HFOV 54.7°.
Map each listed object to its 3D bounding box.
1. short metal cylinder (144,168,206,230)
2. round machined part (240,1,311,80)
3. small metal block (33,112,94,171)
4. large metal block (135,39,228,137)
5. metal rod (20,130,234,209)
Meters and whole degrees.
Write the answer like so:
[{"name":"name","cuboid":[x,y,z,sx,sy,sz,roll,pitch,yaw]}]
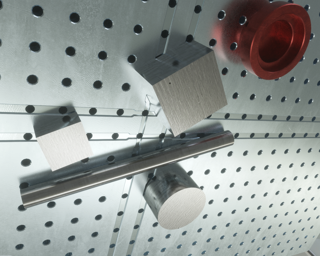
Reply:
[{"name":"short metal cylinder","cuboid":[0.023,0.108,0.477,0.081,0.050,0.079,-14,124,-21]},{"name":"round machined part","cuboid":[0.146,-0.117,0.410,0.099,0.042,0.097,-14,125,-21]},{"name":"small metal block","cuboid":[-0.111,0.016,0.361,0.050,0.025,0.050,-22,127,-16]},{"name":"large metal block","cuboid":[0.028,-0.050,0.382,0.080,0.050,0.080,-31,129,-8]},{"name":"metal rod","cuboid":[-0.029,0.050,0.428,0.302,0.025,0.025,-14,125,-21]}]
